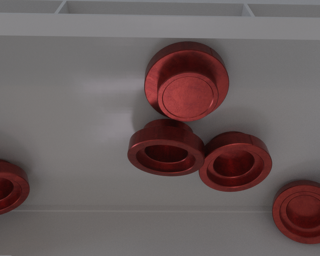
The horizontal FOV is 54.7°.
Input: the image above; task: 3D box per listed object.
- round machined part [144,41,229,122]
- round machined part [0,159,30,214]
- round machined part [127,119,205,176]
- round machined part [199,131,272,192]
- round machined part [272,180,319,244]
[{"bbox_3d":[0.031,-0.046,0.359,0.099,0.042,0.097,0,130,0],"label":"round machined part"},{"bbox_3d":[-0.245,0.083,0.450,0.099,0.042,0.097,-18,138,-17],"label":"round machined part"},{"bbox_3d":[0.009,0.024,0.407,0.099,0.042,0.098,4,146,3],"label":"round machined part"},{"bbox_3d":[0.102,0.043,0.435,0.099,0.042,0.097,0,130,0],"label":"round machined part"},{"bbox_3d":[0.230,0.128,0.489,0.098,0.042,0.097,4,103,19],"label":"round machined part"}]
